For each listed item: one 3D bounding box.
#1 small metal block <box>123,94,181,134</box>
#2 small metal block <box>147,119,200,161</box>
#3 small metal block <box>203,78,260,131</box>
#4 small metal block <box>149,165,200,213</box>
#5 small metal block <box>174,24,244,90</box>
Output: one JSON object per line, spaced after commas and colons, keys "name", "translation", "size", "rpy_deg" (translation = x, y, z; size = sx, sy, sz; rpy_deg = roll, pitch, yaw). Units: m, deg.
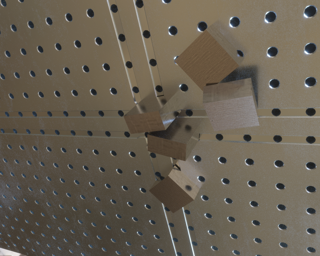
{"name": "small metal block", "translation": [-0.009, -0.018, 0.387], "size": [0.050, 0.050, 0.025], "rpy_deg": [-7, 115, 31]}
{"name": "small metal block", "translation": [0.018, 0.012, 0.392], "size": [0.050, 0.050, 0.025], "rpy_deg": [14, 124, 20]}
{"name": "small metal block", "translation": [0.078, -0.024, 0.337], "size": [0.050, 0.025, 0.050], "rpy_deg": [-8, 141, 21]}
{"name": "small metal block", "translation": [0.021, 0.091, 0.455], "size": [0.050, 0.025, 0.050], "rpy_deg": [43, 129, -3]}
{"name": "small metal block", "translation": [0.053, -0.074, 0.336], "size": [0.050, 0.025, 0.050], "rpy_deg": [46, 129, -5]}
